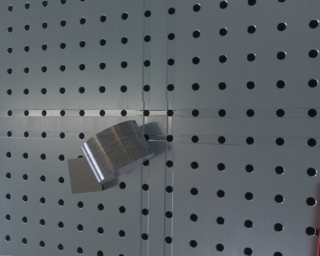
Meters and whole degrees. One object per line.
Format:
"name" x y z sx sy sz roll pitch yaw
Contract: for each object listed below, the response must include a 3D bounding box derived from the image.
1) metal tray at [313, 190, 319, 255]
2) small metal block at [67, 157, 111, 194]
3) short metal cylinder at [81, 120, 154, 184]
"metal tray" 0.218 0.135 0.333 0.090 0.030 0.129 6 92 19
"small metal block" -0.102 0.066 0.449 0.050 0.025 0.050 -10 87 19
"short metal cylinder" -0.055 0.032 0.403 0.080 0.080 0.050 -32 80 17
